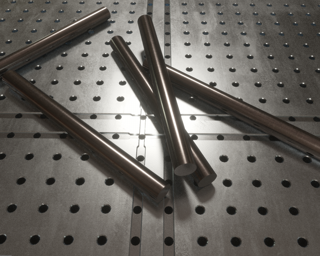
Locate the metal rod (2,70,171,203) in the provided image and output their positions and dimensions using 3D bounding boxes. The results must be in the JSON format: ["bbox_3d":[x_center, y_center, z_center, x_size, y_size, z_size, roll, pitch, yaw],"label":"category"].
[{"bbox_3d":[-0.111,-0.002,0.407,0.300,0.025,0.025,33,57,24],"label":"metal rod"}]

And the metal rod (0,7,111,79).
[{"bbox_3d":[-0.202,-0.132,0.516,0.025,0.025,0.302,34,57,25],"label":"metal rod"}]

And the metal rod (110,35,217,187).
[{"bbox_3d":[-0.010,-0.043,0.443,0.025,0.025,0.300,-20,53,-16],"label":"metal rod"}]

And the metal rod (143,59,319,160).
[{"bbox_3d":[0.100,-0.032,0.435,0.300,0.025,0.025,30,56,22],"label":"metal rod"}]

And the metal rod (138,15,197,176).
[{"bbox_3d":[0.001,-0.068,0.430,0.025,0.025,0.300,-8,50,-7],"label":"metal rod"}]
